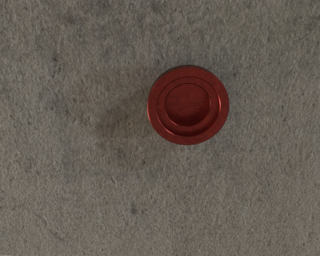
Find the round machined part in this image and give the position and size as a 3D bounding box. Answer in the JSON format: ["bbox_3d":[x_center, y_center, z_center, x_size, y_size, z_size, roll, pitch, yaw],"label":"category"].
[{"bbox_3d":[0.034,-0.031,0.390,0.099,0.042,0.097,0,110,-1],"label":"round machined part"}]
